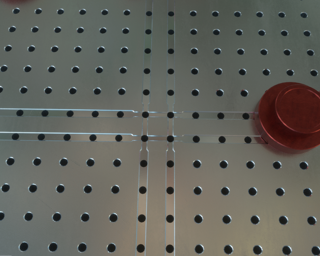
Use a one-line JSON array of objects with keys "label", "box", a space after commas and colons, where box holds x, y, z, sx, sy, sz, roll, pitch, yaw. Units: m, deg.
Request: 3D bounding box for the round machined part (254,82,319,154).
[{"label": "round machined part", "box": [0.180, -0.018, 0.410, 0.099, 0.042, 0.098, 0, 70, 0]}]
